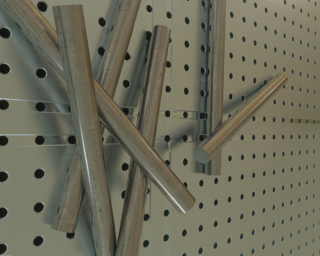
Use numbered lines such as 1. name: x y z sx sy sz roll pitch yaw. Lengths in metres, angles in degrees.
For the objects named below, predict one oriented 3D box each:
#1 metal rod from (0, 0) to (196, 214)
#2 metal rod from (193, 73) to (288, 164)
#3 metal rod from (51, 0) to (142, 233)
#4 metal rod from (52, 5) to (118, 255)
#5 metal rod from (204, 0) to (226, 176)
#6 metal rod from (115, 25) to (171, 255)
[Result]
1. metal rod: -0.060 -0.024 0.320 0.300 0.025 0.025 51 59 -14
2. metal rod: 0.146 -0.030 0.506 0.302 0.025 0.025 -36 112 -41
3. metal rod: -0.065 -0.036 0.353 0.025 0.025 0.299 23 76 -38
4. metal rod: -0.068 0.036 0.313 0.025 0.025 0.298 -20 115 -38
5. metal rod: 0.086 -0.078 0.479 0.025 0.025 0.298 3 88 -40
6. metal rod: -0.018 0.014 0.371 0.025 0.025 0.299 20 71 -38
